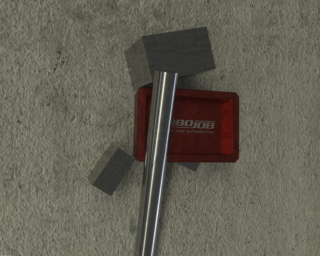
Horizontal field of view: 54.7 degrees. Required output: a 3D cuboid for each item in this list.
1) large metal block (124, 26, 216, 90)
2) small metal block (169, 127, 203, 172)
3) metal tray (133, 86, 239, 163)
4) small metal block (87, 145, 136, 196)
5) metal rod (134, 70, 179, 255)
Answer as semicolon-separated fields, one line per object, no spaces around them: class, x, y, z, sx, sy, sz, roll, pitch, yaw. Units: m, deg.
large metal block;0.009;-0.084;0.384;0.081;0.080;0.050;-15;95;-20
small metal block;0.033;0.025;0.422;0.050;0.025;0.050;28;81;-18
metal tray;0.034;-0.002;0.392;0.131;0.030;0.089;2;86;-13
small metal block;-0.060;0.050;0.374;0.025;0.050;0.050;37;78;-17
metal rod;-0.010;0.083;0.363;0.025;0.025;0.298;1;106;-20
